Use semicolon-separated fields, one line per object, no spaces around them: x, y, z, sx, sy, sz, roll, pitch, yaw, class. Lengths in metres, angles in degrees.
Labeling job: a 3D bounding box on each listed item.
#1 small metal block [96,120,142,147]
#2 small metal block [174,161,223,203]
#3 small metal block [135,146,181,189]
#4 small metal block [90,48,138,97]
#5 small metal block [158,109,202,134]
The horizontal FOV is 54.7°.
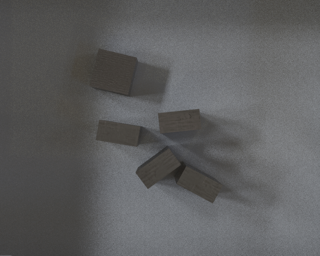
-0.051;0.006;0.398;0.050;0.050;0.025;9;90;-1;small metal block
0.048;0.069;0.400;0.050;0.050;0.025;28;90;-1;small metal block
-0.002;0.049;0.399;0.050;0.050;0.025;-36;90;0;small metal block
-0.060;-0.072;0.411;0.050;0.025;0.050;13;90;-1;small metal block
0.024;-0.008;0.399;0.050;0.050;0.025;-6;90;-1;small metal block
